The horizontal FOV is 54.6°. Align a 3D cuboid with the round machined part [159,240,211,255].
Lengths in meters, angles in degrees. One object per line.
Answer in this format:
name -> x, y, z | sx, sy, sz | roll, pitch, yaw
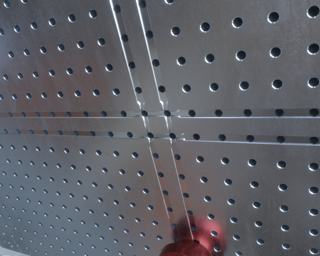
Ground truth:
round machined part -> 0.048, 0.226, 0.515 | 0.098, 0.042, 0.097 | 13, 124, 21
